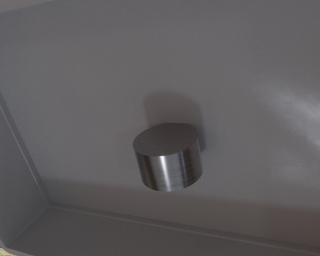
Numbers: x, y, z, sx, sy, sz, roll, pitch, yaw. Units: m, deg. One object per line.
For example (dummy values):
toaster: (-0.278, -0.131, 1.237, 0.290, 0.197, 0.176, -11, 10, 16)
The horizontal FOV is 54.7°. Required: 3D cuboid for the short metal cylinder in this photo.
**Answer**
short metal cylinder: (0.011, 0.034, 0.387, 0.080, 0.080, 0.050, 3, 120, 26)
